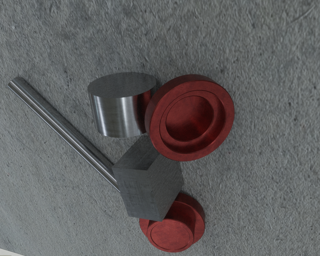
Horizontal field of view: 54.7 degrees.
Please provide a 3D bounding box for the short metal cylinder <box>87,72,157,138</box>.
[{"bbox_3d":[-0.043,-0.030,0.375,0.080,0.080,0.050,10,123,23],"label":"short metal cylinder"}]

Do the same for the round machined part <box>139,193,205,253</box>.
[{"bbox_3d":[0.017,0.145,0.460,0.099,0.042,0.097,3,119,7],"label":"round machined part"}]

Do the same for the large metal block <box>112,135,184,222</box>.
[{"bbox_3d":[-0.012,0.065,0.418,0.050,0.080,0.080,0,119,28],"label":"large metal block"}]

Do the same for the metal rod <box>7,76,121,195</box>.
[{"bbox_3d":[-0.120,0.033,0.490,0.300,0.025,0.025,44,129,-3],"label":"metal rod"}]

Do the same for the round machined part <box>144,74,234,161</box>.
[{"bbox_3d":[0.030,-0.014,0.350,0.099,0.042,0.097,-8,119,-15],"label":"round machined part"}]
